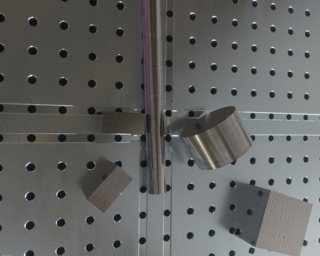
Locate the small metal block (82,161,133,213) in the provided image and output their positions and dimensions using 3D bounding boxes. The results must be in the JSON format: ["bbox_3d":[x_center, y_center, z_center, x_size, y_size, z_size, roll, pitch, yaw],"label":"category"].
[{"bbox_3d":[-0.064,0.069,0.376,0.025,0.050,0.050,45,76,-15],"label":"small metal block"}]

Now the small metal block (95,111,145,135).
[{"bbox_3d":[-0.050,-0.006,0.381,0.050,0.050,0.025,2,90,-20],"label":"small metal block"}]

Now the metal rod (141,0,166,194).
[{"bbox_3d":[-0.009,-0.064,0.409,0.025,0.025,0.298,-2,91,-20],"label":"metal rod"}]

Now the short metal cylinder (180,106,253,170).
[{"bbox_3d":[0.074,0.012,0.411,0.080,0.080,0.050,-33,101,-17],"label":"short metal cylinder"}]

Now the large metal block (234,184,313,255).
[{"bbox_3d":[0.169,0.137,0.462,0.080,0.050,0.080,20,83,-19],"label":"large metal block"}]
